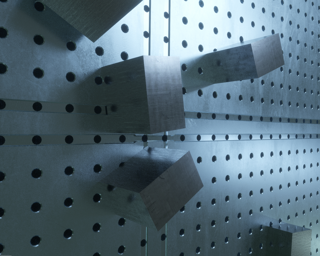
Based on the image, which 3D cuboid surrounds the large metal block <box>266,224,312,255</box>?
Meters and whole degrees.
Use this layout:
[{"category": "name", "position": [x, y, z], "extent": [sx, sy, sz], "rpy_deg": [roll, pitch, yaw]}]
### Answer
[{"category": "large metal block", "position": [0.254, 0.237, 0.610], "extent": [0.081, 0.050, 0.080], "rpy_deg": [10, 84, -40]}]

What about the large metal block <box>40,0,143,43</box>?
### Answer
[{"category": "large metal block", "position": [-0.068, -0.147, 0.308], "extent": [0.080, 0.080, 0.050], "rpy_deg": [36, 40, -35]}]

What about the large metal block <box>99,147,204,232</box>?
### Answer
[{"category": "large metal block", "position": [-0.010, 0.066, 0.367], "extent": [0.081, 0.080, 0.050], "rpy_deg": [-36, 113, -34]}]

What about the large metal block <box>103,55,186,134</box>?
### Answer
[{"category": "large metal block", "position": [-0.020, -0.036, 0.358], "extent": [0.050, 0.080, 0.079], "rpy_deg": [-9, 96, -40]}]

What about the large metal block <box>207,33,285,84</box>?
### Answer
[{"category": "large metal block", "position": [0.136, -0.109, 0.490], "extent": [0.081, 0.080, 0.050], "rpy_deg": [-27, 108, -37]}]
